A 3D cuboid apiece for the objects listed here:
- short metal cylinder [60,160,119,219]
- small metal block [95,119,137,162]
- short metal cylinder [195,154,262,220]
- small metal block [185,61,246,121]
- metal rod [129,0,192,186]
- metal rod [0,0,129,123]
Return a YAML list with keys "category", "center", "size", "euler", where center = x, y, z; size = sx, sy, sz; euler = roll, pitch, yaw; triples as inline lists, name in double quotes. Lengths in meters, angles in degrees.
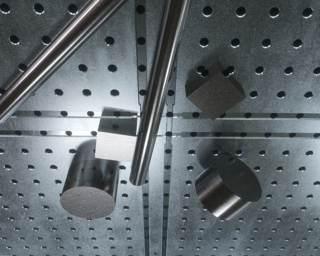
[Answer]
- category: "short metal cylinder"
  center: [-0.106, 0.095, 0.475]
  size: [0.081, 0.050, 0.079]
  euler: [0, 130, 0]
- category: "small metal block"
  center: [-0.061, 0.018, 0.427]
  size: [0.050, 0.025, 0.050]
  euler: [8, 130, -8]
- category: "short metal cylinder"
  center: [0.099, 0.085, 0.449]
  size: [0.080, 0.080, 0.050]
  euler: [24, 126, -20]
- category: "small metal block"
  center: [0.067, -0.044, 0.375]
  size: [0.050, 0.025, 0.050]
  euler: [-37, 121, 27]
- category: "metal rod"
  center: [-0.006, -0.032, 0.384]
  size: [0.025, 0.025, 0.298]
  euler: [8, 130, -7]
- category: "metal rod"
  center: [-0.095, -0.094, 0.330]
  size: [0.299, 0.025, 0.025]
  euler: [-35, 122, 25]
